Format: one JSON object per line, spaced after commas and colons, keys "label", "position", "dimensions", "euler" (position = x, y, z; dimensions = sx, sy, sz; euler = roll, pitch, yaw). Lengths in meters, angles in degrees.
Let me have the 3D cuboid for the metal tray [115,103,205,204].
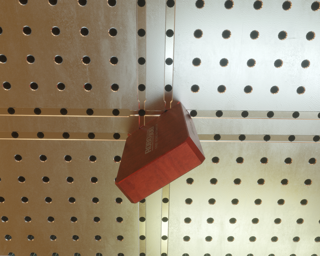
{"label": "metal tray", "position": [-0.001, 0.023, 0.366], "dimensions": [0.090, 0.130, 0.030], "euler": [-33, 107, 11]}
